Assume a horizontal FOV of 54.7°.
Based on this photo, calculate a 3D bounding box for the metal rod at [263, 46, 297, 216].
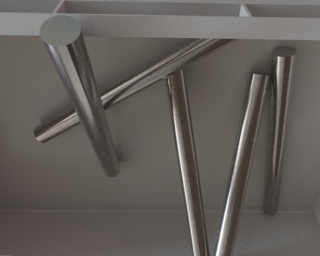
[{"bbox_3d":[0.163,0.028,0.435,0.025,0.025,0.298,-8,130,6],"label":"metal rod"}]

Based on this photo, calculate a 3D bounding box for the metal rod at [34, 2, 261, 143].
[{"bbox_3d":[-0.035,-0.048,0.349,0.300,0.025,0.025,-25,126,26],"label":"metal rod"}]

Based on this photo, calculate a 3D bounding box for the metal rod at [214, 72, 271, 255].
[{"bbox_3d":[0.099,0.079,0.401,0.025,0.025,0.298,5,106,-5],"label":"metal rod"}]

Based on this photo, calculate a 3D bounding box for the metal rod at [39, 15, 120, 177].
[{"bbox_3d":[-0.067,0.001,0.327,0.025,0.025,0.299,1,156,-2],"label":"metal rod"}]

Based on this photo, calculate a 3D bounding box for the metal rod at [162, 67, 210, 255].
[{"bbox_3d":[0.039,0.065,0.400,0.025,0.025,0.298,-8,110,6],"label":"metal rod"}]
